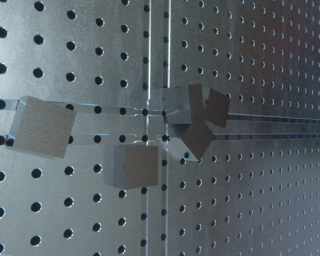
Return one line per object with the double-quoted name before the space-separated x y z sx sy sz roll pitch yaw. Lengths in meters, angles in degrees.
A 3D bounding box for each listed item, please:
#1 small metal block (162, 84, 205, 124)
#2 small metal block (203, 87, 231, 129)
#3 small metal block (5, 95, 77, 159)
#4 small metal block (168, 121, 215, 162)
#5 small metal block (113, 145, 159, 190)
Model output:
"small metal block" 0.032 -0.032 0.422 0.025 0.050 0.050 -11 97 -40
"small metal block" 0.080 -0.030 0.479 0.050 0.025 0.050 20 77 -39
"small metal block" -0.118 0.000 0.311 0.050 0.025 0.050 21 77 -38
"small metal block" 0.047 0.013 0.451 0.050 0.025 0.050 50 60 -29
"small metal block" -0.030 0.047 0.386 0.050 0.025 0.050 1 90 -40
